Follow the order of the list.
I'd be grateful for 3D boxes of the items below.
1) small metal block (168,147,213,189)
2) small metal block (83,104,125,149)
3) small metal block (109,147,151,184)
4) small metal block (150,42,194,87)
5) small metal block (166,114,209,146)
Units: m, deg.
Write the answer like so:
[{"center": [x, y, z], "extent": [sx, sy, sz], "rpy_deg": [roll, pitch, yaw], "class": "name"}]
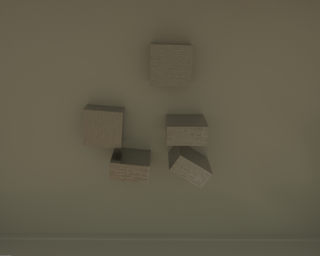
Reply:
[{"center": [0.039, 0.048, 0.416], "extent": [0.050, 0.050, 0.025], "rpy_deg": [31, 107, -11], "class": "small metal block"}, {"center": [-0.074, -0.002, 0.409], "extent": [0.050, 0.025, 0.050], "rpy_deg": [5, 110, -2], "class": "small metal block"}, {"center": [-0.039, 0.049, 0.416], "extent": [0.050, 0.050, 0.025], "rpy_deg": [6, 110, -3], "class": "small metal block"}, {"center": [0.013, -0.078, 0.383], "extent": [0.050, 0.025, 0.050], "rpy_deg": [2, 110, -1], "class": "small metal block"}, {"center": [0.033, 0.002, 0.399], "extent": [0.050, 0.050, 0.025], "rpy_deg": [0, 110, -1], "class": "small metal block"}]
